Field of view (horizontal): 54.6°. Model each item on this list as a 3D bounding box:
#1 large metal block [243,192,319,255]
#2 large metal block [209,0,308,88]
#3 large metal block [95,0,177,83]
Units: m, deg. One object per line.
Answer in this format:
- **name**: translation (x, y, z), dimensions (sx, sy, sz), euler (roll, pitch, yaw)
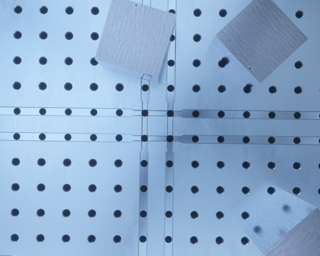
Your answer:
- **large metal block**: translation (0.162, 0.133, 0.387), dimensions (0.080, 0.080, 0.050), euler (-40, 90, 0)
- **large metal block**: translation (0.124, -0.111, 0.402), dimensions (0.080, 0.050, 0.080), euler (-43, 90, 0)
- **large metal block**: translation (-0.029, -0.111, 0.401), dimensions (0.080, 0.050, 0.080), euler (16, 90, 0)
